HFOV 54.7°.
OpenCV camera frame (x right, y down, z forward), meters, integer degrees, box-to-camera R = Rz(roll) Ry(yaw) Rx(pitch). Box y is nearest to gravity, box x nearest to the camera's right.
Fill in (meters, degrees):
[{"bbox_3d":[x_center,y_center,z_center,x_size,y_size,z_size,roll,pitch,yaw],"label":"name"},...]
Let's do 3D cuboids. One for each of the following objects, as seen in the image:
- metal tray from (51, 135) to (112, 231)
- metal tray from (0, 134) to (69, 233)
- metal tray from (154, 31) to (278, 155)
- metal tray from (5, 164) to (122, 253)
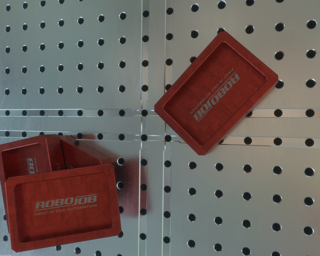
[{"bbox_3d":[-0.136,0.086,0.456,0.090,0.030,0.129,25,98,17],"label":"metal tray"},{"bbox_3d":[-0.178,0.080,0.438,0.090,0.030,0.129,-12,86,19],"label":"metal tray"},{"bbox_3d":[0.067,-0.041,0.385,0.090,0.030,0.130,46,104,14],"label":"metal tray"},{"bbox_3d":[-0.119,0.098,0.394,0.131,0.030,0.089,-7,86,-9],"label":"metal tray"}]
